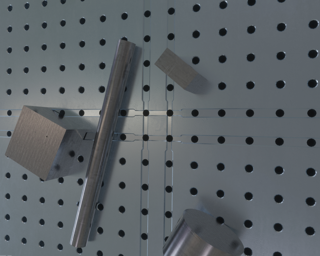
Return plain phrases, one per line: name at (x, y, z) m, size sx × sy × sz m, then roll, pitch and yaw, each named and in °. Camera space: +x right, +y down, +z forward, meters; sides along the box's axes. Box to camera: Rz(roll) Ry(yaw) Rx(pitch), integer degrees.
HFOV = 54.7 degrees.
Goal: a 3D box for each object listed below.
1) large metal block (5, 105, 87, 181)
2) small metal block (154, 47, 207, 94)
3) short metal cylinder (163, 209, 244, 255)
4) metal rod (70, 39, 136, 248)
large metal block at (-0.168, 0.020, 0.458) m, size 0.080 × 0.050 × 0.080 m, roll 27°, pitch 99°, yaw 18°
small metal block at (0.027, -0.071, 0.390) m, size 0.050 × 0.050 × 0.025 m, roll 43°, pitch 104°, yaw 15°
short metal cylinder at (0.051, 0.141, 0.365) m, size 0.080 × 0.080 × 0.050 m, roll 31°, pitch 100°, yaw 17°
metal rod at (-0.083, 0.025, 0.441) m, size 0.025 × 0.025 × 0.298 m, roll 16°, pitch 95°, yaw 19°
